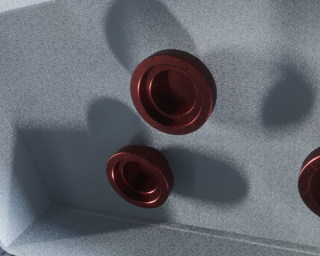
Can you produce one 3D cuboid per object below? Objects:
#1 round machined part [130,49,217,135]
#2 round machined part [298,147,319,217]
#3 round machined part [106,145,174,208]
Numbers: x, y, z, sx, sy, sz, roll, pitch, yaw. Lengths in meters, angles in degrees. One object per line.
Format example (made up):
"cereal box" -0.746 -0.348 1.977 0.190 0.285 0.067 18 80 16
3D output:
"round machined part" 0.018 -0.044 0.360 0.098 0.042 0.097 13 124 20
"round machined part" 0.200 0.054 0.323 0.098 0.042 0.097 16 126 24
"round machined part" -0.025 0.065 0.450 0.098 0.042 0.097 13 124 20
